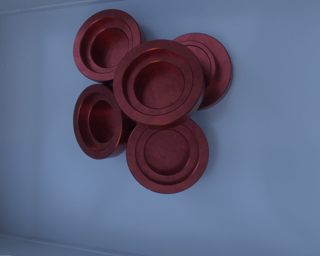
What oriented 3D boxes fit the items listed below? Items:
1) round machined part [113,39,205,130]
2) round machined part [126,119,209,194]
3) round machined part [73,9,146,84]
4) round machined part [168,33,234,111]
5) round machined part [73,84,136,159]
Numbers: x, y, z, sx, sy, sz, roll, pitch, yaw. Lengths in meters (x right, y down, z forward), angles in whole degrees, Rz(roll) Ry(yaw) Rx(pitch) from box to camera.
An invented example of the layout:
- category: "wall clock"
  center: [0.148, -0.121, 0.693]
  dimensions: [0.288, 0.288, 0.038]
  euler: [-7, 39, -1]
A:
- category: "round machined part"
  center: [0.001, -0.045, 0.347]
  dimensions: [0.098, 0.042, 0.098]
  euler: [-2, 77, 11]
- category: "round machined part"
  center: [0.008, 0.030, 0.386]
  dimensions: [0.099, 0.042, 0.097]
  euler: [0, 90, -3]
- category: "round machined part"
  center: [-0.063, -0.105, 0.419]
  dimensions: [0.098, 0.042, 0.097]
  euler: [-2, 82, 18]
- category: "round machined part"
  center: [0.040, -0.071, 0.387]
  dimensions: [0.098, 0.042, 0.097]
  euler: [0, 90, 19]
- category: "round machined part"
  center: [-0.069, -0.009, 0.414]
  dimensions: [0.098, 0.042, 0.097]
  euler: [2, 93, 40]
